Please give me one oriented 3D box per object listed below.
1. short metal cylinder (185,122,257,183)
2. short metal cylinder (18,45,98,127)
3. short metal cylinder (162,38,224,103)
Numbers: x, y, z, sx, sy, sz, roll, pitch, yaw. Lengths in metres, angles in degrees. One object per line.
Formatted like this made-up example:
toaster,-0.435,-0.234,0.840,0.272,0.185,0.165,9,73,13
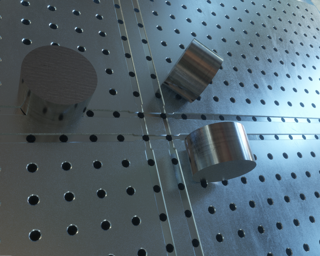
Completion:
short metal cylinder,0.076,0.033,0.395,0.081,0.080,0.050,4,60,-27
short metal cylinder,-0.119,-0.048,0.358,0.081,0.050,0.080,14,56,-21
short metal cylinder,0.047,-0.083,0.451,0.050,0.080,0.080,35,51,-6
